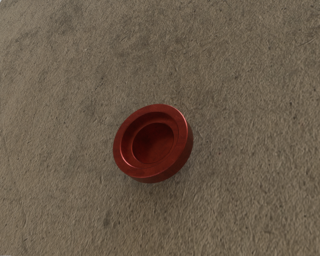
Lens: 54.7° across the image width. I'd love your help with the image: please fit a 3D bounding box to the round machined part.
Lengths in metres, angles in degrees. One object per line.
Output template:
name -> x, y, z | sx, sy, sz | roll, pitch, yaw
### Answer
round machined part -> -0.005, 0.022, 0.382 | 0.098, 0.042, 0.098 | -13, 56, 20
